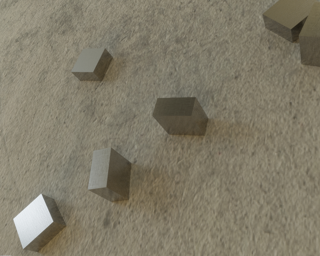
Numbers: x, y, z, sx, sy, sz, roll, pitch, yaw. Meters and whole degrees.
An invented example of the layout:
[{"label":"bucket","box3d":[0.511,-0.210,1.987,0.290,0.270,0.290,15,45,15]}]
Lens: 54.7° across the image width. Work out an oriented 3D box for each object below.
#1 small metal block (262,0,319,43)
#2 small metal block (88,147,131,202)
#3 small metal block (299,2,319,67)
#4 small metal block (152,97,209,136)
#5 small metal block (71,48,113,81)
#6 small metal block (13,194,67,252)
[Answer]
[{"label":"small metal block","box3d":[0.172,-0.146,0.403,0.050,0.025,0.050,-40,51,1]},{"label":"small metal block","box3d":[-0.060,0.059,0.382,0.025,0.050,0.050,-12,57,21]},{"label":"small metal block","box3d":[0.184,-0.107,0.357,0.025,0.050,0.050,19,71,35]},{"label":"small metal block","box3d":[0.026,-0.013,0.381,0.050,0.050,0.025,1,63,28]},{"label":"small metal block","box3d":[-0.116,-0.108,0.529,0.050,0.025,0.050,7,65,30]},{"label":"small metal block","box3d":[-0.159,0.125,0.409,0.050,0.025,0.050,-43,51,-2]}]
